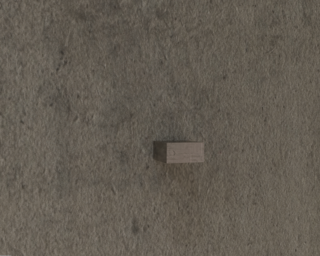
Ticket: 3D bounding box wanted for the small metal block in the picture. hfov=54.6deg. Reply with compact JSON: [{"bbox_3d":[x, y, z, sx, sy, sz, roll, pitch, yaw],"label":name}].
[{"bbox_3d":[0.023,0.030,0.404,0.050,0.050,0.025,0,90,-20],"label":"small metal block"}]
